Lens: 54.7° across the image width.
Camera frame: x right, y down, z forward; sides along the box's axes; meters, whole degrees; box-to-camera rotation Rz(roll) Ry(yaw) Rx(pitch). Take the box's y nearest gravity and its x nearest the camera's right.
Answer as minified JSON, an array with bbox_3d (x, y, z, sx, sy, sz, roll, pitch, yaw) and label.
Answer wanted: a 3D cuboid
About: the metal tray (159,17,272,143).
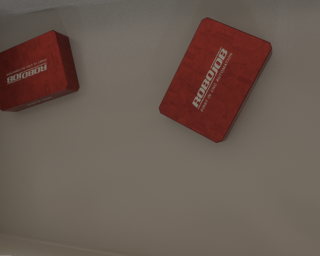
[{"bbox_3d":[0.067,-0.058,0.384,0.090,0.030,0.129,29,99,17],"label":"metal tray"}]

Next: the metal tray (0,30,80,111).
[{"bbox_3d":[-0.195,-0.084,0.477,0.130,0.030,0.090,-15,85,19],"label":"metal tray"}]
